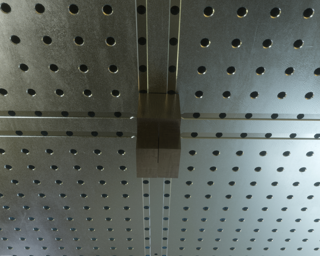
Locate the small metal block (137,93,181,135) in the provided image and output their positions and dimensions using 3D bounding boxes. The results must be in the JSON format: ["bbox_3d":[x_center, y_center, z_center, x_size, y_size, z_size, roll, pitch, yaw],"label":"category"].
[{"bbox_3d":[-0.001,-0.018,0.379,0.050,0.050,0.025,2,130,-1],"label":"small metal block"}]

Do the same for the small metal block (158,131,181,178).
[{"bbox_3d":[0.011,0.026,0.385,0.025,0.050,0.050,2,130,0],"label":"small metal block"}]

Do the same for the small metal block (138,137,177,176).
[{"bbox_3d":[-0.003,0.039,0.427,0.050,0.050,0.025,1,130,-1],"label":"small metal block"}]

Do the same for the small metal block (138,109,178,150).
[{"bbox_3d":[-0.003,0.002,0.413,0.050,0.025,0.050,2,130,0],"label":"small metal block"}]

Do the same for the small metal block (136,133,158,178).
[{"bbox_3d":[-0.015,0.026,0.384,0.025,0.050,0.050,1,130,-1],"label":"small metal block"}]
